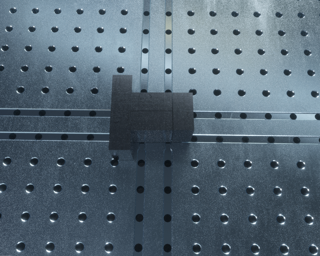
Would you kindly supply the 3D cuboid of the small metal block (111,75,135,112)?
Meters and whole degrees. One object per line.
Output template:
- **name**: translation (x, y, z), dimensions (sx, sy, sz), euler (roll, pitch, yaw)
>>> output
- **small metal block**: translation (-0.048, -0.036, 0.410), dimensions (0.025, 0.050, 0.050), euler (0, 70, 0)

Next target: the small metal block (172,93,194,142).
- **small metal block**: translation (0.028, -0.013, 0.403), dimensions (0.025, 0.050, 0.050), euler (0, 70, 0)

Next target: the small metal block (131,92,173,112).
- **small metal block**: translation (-0.010, -0.024, 0.406), dimensions (0.050, 0.050, 0.025), euler (0, 70, -1)

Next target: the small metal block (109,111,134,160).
- **small metal block**: translation (-0.048, 0.011, 0.393), dimensions (0.025, 0.050, 0.050), euler (0, 70, 0)

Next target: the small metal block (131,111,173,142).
- **small metal block**: translation (-0.010, -0.001, 0.398), dimensions (0.050, 0.050, 0.025), euler (0, 70, -1)
